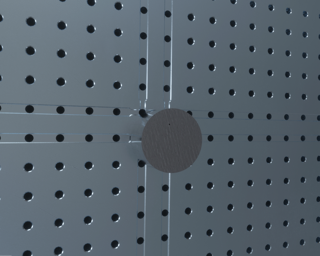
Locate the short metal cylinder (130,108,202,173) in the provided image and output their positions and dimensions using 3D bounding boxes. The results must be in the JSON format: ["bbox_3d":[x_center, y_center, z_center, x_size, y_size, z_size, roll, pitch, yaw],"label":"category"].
[{"bbox_3d":[0.007,0.015,0.403,0.081,0.050,0.079,0,90,-21],"label":"short metal cylinder"}]
